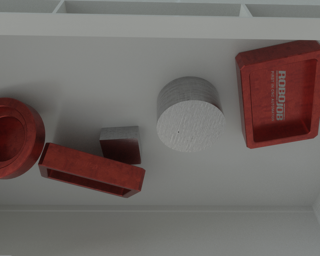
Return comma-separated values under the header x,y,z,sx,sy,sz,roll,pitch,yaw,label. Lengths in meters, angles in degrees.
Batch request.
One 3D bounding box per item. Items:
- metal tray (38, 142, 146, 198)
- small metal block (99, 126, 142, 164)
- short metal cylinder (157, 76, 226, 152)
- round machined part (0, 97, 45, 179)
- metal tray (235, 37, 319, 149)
x,y,z,sx,sy,sz,roll,pitch,yaw,label
-0.095,0.062,0.427,0.131,0.030,0.090,17,157,-12,metal tray
-0.053,0.025,0.430,0.050,0.025,0.050,-3,130,2,small metal block
0.036,-0.016,0.380,0.081,0.050,0.079,0,130,0,short metal cylinder
-0.186,0.015,0.384,0.098,0.098,0.042,-12,166,9,round machined part
0.145,-0.036,0.377,0.090,0.030,0.129,-11,130,8,metal tray
